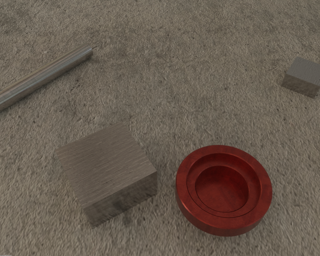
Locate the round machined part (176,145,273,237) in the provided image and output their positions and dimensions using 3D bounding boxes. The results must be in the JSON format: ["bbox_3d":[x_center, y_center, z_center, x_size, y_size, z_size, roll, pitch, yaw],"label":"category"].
[{"bbox_3d":[0.066,0.069,0.334,0.099,0.042,0.098,0,50,0],"label":"round machined part"}]

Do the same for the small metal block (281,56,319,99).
[{"bbox_3d":[0.220,-0.077,0.470,0.050,0.025,0.050,27,55,21],"label":"small metal block"}]

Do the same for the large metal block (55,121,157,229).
[{"bbox_3d":[-0.058,0.050,0.345,0.081,0.050,0.080,-25,55,-20],"label":"large metal block"}]

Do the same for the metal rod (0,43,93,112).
[{"bbox_3d":[-0.217,-0.042,0.436,0.025,0.025,0.302,34,57,25],"label":"metal rod"}]
